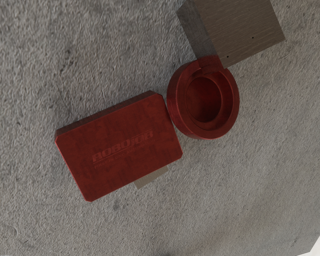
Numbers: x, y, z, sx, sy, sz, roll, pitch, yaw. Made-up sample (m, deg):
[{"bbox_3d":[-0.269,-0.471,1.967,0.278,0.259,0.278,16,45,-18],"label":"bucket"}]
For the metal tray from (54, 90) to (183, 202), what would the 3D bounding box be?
[{"bbox_3d":[-0.047,0.020,0.374,0.131,0.030,0.090,-25,111,-12],"label":"metal tray"}]

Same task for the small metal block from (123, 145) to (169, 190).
[{"bbox_3d":[-0.022,0.049,0.427,0.050,0.025,0.050,-32,129,-8],"label":"small metal block"}]

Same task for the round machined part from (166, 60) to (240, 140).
[{"bbox_3d":[0.049,-0.034,0.386,0.099,0.042,0.097,1,88,-32],"label":"round machined part"}]

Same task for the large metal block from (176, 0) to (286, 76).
[{"bbox_3d":[0.076,-0.113,0.341,0.080,0.050,0.080,-27,97,-13],"label":"large metal block"}]
